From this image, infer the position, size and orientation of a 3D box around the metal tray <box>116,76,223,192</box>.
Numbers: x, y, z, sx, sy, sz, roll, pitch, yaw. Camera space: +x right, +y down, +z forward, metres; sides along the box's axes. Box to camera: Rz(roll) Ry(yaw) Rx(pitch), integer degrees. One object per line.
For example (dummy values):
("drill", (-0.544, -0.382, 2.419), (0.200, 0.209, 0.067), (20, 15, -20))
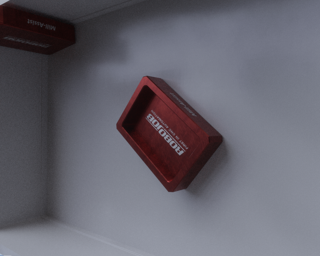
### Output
("metal tray", (0.006, 0.005, 0.398), (0.130, 0.030, 0.089), (47, 118, 29))

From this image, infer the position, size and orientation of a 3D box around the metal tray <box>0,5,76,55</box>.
("metal tray", (-0.223, -0.160, 0.522), (0.090, 0.131, 0.030), (-7, 85, 40))
